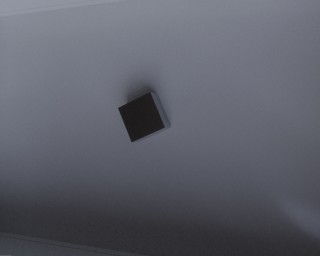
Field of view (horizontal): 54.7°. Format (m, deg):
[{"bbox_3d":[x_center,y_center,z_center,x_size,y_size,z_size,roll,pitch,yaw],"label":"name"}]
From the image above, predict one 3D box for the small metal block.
[{"bbox_3d":[-0.021,-0.014,0.413,0.050,0.025,0.050,-24,82,18],"label":"small metal block"}]
